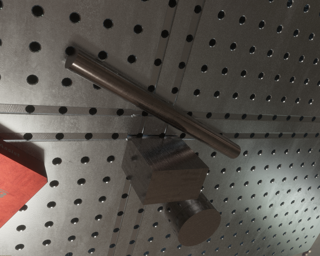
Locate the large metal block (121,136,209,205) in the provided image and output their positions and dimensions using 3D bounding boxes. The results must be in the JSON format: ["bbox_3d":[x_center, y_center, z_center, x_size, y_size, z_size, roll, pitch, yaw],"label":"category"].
[{"bbox_3d":[0.004,0.053,0.412,0.081,0.080,0.050,1,118,-30],"label":"large metal block"}]

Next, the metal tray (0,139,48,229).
[{"bbox_3d":[-0.201,0.049,0.329,0.090,0.030,0.130,-45,130,2],"label":"metal tray"}]

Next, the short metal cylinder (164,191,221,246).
[{"bbox_3d":[0.054,0.150,0.520,0.081,0.050,0.079,-14,125,-21],"label":"short metal cylinder"}]

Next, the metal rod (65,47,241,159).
[{"bbox_3d":[0.015,-0.017,0.410,0.301,0.025,0.025,28,103,-38],"label":"metal rod"}]
